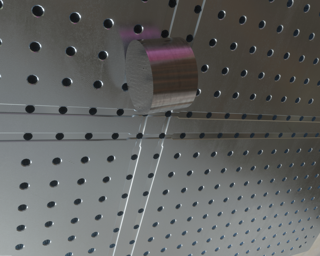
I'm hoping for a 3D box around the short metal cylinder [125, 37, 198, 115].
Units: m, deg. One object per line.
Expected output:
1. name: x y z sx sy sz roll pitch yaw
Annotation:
1. short metal cylinder: -0.001 -0.058 0.341 0.050 0.080 0.079 -11 123 -23
